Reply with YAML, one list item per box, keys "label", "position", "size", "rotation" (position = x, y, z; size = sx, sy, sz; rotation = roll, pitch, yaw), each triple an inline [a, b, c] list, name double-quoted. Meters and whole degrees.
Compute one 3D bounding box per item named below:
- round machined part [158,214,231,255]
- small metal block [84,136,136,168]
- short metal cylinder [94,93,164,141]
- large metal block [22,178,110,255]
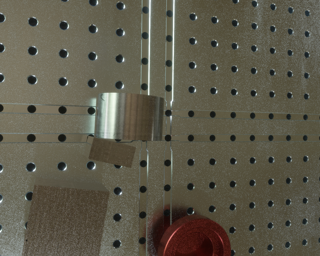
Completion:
- label: "round machined part"
  position: [0.043, 0.166, 0.420]
  size: [0.099, 0.042, 0.097]
  rotation: [0, 90, -20]
- label: "small metal block"
  position: [-0.062, 0.028, 0.376]
  size: [0.050, 0.050, 0.025]
  rotation: [15, 85, -20]
- label: "short metal cylinder"
  position: [-0.036, -0.012, 0.370]
  size: [0.081, 0.080, 0.050]
  rotation: [3, 89, -20]
- label: "large metal block"
  position: [-0.109, 0.105, 0.359]
  size: [0.081, 0.050, 0.080]
  rotation: [10, 87, -20]
